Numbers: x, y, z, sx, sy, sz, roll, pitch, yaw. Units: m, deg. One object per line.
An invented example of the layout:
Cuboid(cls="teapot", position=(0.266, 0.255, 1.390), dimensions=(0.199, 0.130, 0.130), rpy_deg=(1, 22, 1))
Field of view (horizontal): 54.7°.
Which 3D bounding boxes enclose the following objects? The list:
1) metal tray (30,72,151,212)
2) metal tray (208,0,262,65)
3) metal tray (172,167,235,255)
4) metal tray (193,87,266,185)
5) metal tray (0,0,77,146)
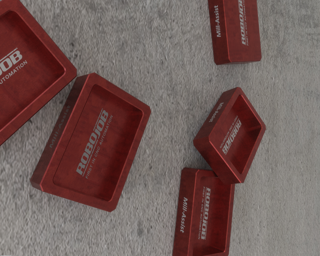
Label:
Cuboid(cls="metal tray", position=(-0.070, 0.017, 0.341), dimensions=(0.090, 0.030, 0.130), rpy_deg=(31, 71, -36))
Cuboid(cls="metal tray", position=(0.122, -0.171, 0.503), dimensions=(0.091, 0.030, 0.129), rpy_deg=(-12, 98, -39))
Cuboid(cls="metal tray", position=(0.068, 0.127, 0.457), dimensions=(0.091, 0.030, 0.129), rpy_deg=(11, 83, -39))
Cuboid(cls="metal tray", position=(0.110, 0.010, 0.470), dimensions=(0.090, 0.030, 0.130), rpy_deg=(52, 49, -18))
Cuboid(cls="metal tray", position=(-0.150, -0.042, 0.274), dimensions=(0.130, 0.030, 0.090), rpy_deg=(-52, 120, -27))
